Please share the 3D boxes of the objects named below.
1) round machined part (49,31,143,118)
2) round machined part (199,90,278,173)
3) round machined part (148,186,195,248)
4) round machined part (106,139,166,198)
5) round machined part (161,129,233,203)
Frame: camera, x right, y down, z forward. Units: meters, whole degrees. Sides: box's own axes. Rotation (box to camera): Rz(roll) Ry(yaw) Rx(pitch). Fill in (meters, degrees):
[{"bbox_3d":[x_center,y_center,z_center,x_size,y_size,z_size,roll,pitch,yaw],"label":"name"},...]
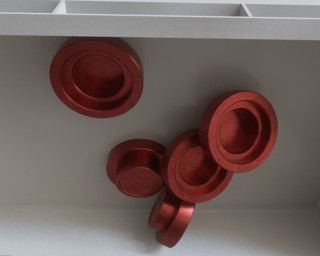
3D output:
[{"bbox_3d":[-0.067,-0.061,0.345,0.099,0.042,0.097,-1,130,0],"label":"round machined part"},{"bbox_3d":[0.091,0.002,0.381,0.099,0.042,0.097,-3,99,-21],"label":"round machined part"},{"bbox_3d":[0.015,0.126,0.471,0.042,0.098,0.097,26,126,-4],"label":"round machined part"},{"bbox_3d":[-0.029,0.065,0.453,0.099,0.042,0.097,0,130,0],"label":"round machined part"},{"bbox_3d":[0.048,0.048,0.421,0.099,0.042,0.097,-4,103,-18],"label":"round machined part"}]
